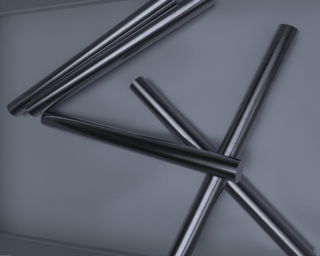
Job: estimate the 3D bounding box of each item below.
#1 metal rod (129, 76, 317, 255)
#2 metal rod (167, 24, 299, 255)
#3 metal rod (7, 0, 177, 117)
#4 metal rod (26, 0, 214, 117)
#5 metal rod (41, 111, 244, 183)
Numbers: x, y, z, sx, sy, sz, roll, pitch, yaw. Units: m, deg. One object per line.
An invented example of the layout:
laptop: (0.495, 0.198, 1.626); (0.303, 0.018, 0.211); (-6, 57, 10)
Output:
metal rod: (0.068, 0.045, 0.386); (0.025, 0.025, 0.300); (-47, 76, 14)
metal rod: (0.083, 0.021, 0.358); (0.025, 0.025, 0.299); (26, 90, 18)
metal rod: (-0.108, -0.100, 0.448); (0.300, 0.025, 0.025); (-30, 80, 17)
metal rod: (-0.065, -0.097, 0.427); (0.300, 0.025, 0.025); (-29, 81, 15)
metal rod: (-0.044, 0.015, 0.397); (0.300, 0.025, 0.025); (13, 95, 30)
